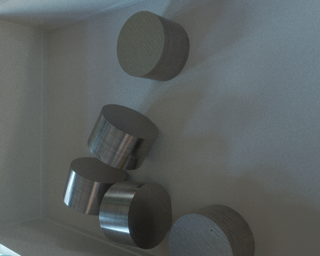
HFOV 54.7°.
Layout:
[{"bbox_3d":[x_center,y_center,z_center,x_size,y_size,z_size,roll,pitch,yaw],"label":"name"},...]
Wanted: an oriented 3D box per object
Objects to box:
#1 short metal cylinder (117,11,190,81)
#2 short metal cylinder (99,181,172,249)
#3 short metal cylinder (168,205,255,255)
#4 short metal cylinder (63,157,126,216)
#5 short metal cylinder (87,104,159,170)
[{"bbox_3d":[-0.010,-0.103,0.399,0.080,0.050,0.080,0,90,40],"label":"short metal cylinder"},{"bbox_3d":[-0.030,0.109,0.396,0.050,0.081,0.080,-6,86,40],"label":"short metal cylinder"},{"bbox_3d":[0.057,0.130,0.344,0.080,0.050,0.080,0,90,40],"label":"short metal cylinder"},{"bbox_3d":[-0.095,0.082,0.449,0.080,0.081,0.050,28,108,36],"label":"short metal cylinder"},{"bbox_3d":[-0.049,0.011,0.412,0.080,0.081,0.050,43,116,31],"label":"short metal cylinder"}]
